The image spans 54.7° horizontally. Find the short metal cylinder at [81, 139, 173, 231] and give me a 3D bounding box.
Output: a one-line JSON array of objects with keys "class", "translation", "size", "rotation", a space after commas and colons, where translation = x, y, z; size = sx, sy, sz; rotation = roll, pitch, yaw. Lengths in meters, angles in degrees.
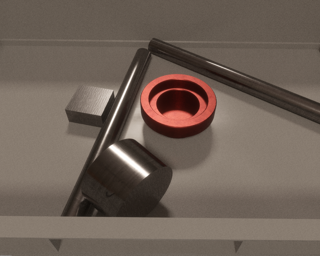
[{"class": "short metal cylinder", "translation": [-0.033, 0.058, 0.320], "size": [0.050, 0.080, 0.080], "rotation": [36, 59, 26]}]

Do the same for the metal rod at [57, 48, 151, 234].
[{"class": "metal rod", "translation": [-0.060, -0.008, 0.411], "size": [0.025, 0.025, 0.300], "rotation": [10, 51, 8]}]

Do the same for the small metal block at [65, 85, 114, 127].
[{"class": "small metal block", "translation": [-0.095, -0.031, 0.430], "size": [0.050, 0.025, 0.050], "rotation": [10, 51, 8]}]

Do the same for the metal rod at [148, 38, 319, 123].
[{"class": "metal rod", "translation": [0.112, -0.075, 0.469], "size": [0.301, 0.025, 0.025], "rotation": [27, 55, 20]}]

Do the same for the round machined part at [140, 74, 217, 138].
[{"class": "round machined part", "translation": [0.024, -0.025, 0.415], "size": [0.099, 0.042, 0.098], "rotation": [0, 50, 0]}]
